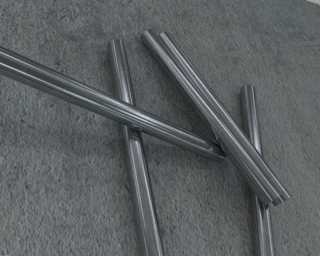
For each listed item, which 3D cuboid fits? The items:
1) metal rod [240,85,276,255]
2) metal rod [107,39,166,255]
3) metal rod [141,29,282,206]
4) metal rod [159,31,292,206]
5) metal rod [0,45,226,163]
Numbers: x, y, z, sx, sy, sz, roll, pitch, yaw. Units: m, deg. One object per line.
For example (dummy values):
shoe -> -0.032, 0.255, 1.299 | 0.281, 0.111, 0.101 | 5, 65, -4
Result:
metal rod -> 0.137, 0.060, 0.440 | 0.025, 0.025, 0.300 | 18, 55, -18
metal rod -> -0.033, 0.014, 0.376 | 0.025, 0.025, 0.299 | 2, 61, -27
metal rod -> 0.059, -0.028, 0.428 | 0.025, 0.025, 0.299 | -18, 64, -35
metal rod -> 0.081, -0.026, 0.444 | 0.025, 0.025, 0.299 | -18, 66, -35
metal rod -> -0.038, -0.016, 0.354 | 0.302, 0.025, 0.025 | 23, 52, -29
